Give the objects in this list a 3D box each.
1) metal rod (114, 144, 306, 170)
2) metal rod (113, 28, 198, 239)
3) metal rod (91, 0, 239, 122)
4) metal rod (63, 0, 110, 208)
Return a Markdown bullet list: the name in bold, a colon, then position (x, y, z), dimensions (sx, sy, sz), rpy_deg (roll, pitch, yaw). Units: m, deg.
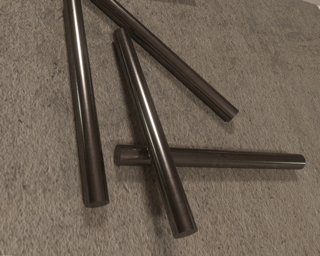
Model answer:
- **metal rod**: position (0.086, 0.042, 0.425), dimensions (0.302, 0.025, 0.025), rpy_deg (5, 60, -26)
- **metal rod**: position (-0.016, -0.017, 0.381), dimensions (0.025, 0.025, 0.299), rpy_deg (0, 54, -29)
- **metal rod**: position (0.001, -0.118, 0.478), dimensions (0.300, 0.025, 0.025), rpy_deg (42, 51, 0)
- **metal rod**: position (-0.096, -0.052, 0.384), dimensions (0.025, 0.025, 0.299), rpy_deg (1, 61, -28)
